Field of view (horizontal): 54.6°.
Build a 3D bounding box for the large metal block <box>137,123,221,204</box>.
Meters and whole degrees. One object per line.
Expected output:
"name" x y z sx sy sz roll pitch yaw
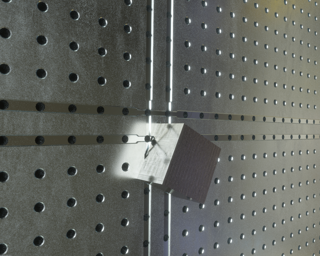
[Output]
"large metal block" 0.028 0.047 0.415 0.080 0.050 0.080 32 70 -35
